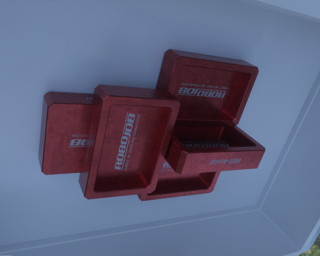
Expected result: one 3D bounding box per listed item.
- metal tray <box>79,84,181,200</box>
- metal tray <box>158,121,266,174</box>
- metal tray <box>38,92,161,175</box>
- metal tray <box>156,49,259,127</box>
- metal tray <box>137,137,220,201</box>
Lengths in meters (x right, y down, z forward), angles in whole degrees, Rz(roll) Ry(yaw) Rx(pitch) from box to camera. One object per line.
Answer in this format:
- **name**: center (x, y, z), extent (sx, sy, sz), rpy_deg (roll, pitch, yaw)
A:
- **metal tray**: center (-0.037, 0.019, 0.356), extent (0.091, 0.030, 0.129), rpy_deg (1, 118, -29)
- **metal tray**: center (0.061, 0.019, 0.411), extent (0.131, 0.090, 0.030), rpy_deg (1, 118, -29)
- **metal tray**: center (-0.070, 0.007, 0.368), extent (0.131, 0.030, 0.089), rpy_deg (0, 118, -29)
- **metal tray**: center (0.059, -0.048, 0.408), extent (0.131, 0.030, 0.089), rpy_deg (1, 118, -29)
- **metal tray**: center (0.032, 0.058, 0.458), extent (0.131, 0.030, 0.089), rpy_deg (0, 118, -29)
